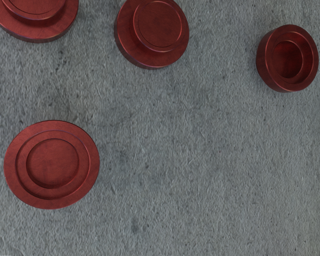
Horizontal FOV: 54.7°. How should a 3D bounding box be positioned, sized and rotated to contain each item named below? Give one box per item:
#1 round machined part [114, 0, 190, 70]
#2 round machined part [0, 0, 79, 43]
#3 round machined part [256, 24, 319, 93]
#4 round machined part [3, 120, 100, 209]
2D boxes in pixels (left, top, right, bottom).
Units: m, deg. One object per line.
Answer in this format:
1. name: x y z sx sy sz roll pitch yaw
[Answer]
1. round machined part: -0.006 -0.127 0.397 0.099 0.042 0.097 0 90 -20
2. round machined part: -0.142 -0.149 0.347 0.099 0.042 0.097 0 90 -20
3. round machined part: 0.186 -0.102 0.468 0.099 0.042 0.097 0 90 -20
4. round machined part: -0.122 0.040 0.355 0.099 0.042 0.097 0 90 -20
